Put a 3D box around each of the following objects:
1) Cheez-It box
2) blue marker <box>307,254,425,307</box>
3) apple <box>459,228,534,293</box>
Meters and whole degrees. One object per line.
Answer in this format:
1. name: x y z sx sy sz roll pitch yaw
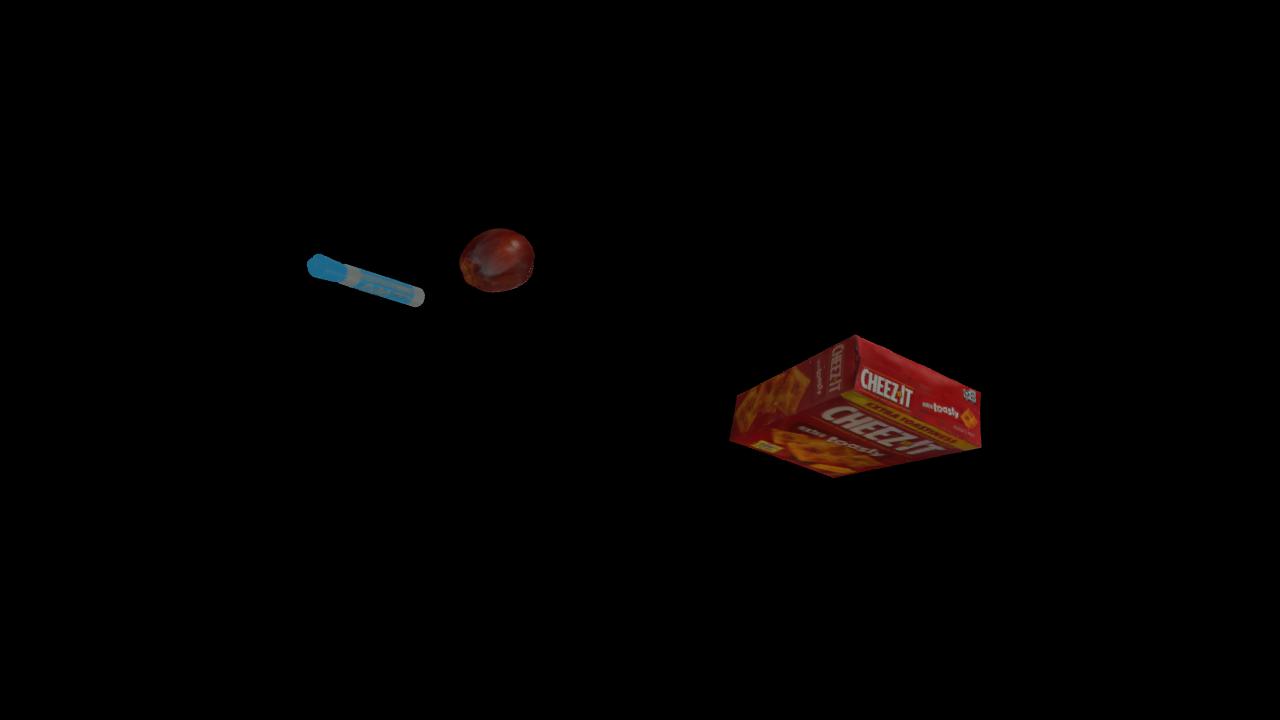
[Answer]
1. Cheez-It box: 0.230 0.064 0.688 0.166 0.071 0.223 21 -26 -17
2. blue marker: -0.229 -0.066 0.521 0.020 0.020 0.121 0 -7 19
3. apple: -0.174 -0.123 0.752 0.079 0.079 0.093 0 28 47
